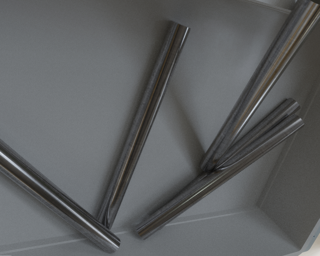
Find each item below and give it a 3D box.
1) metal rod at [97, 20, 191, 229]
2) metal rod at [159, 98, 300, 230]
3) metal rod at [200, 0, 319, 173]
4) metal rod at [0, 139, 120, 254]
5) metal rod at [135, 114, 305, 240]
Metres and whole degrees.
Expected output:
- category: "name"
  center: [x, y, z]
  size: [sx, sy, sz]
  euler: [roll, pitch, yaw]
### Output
- category: "metal rod"
  center: [-0.029, 0.012, 0.401]
  size: [0.025, 0.025, 0.298]
  euler: [9, 114, -33]
- category: "metal rod"
  center: [0.106, 0.058, 0.504]
  size: [0.300, 0.025, 0.025]
  euler: [-41, 130, -1]
- category: "metal rod"
  center: [0.101, -0.023, 0.370]
  size: [0.025, 0.025, 0.298]
  euler: [-15, 150, -21]
- category: "metal rod"
  center: [-0.139, 0.067, 0.357]
  size: [0.025, 0.025, 0.300]
  euler: [-38, 125, -3]
- category: "metal rod"
  center: [0.093, 0.075, 0.478]
  size: [0.301, 0.025, 0.025]
  euler: [-35, 130, -2]
